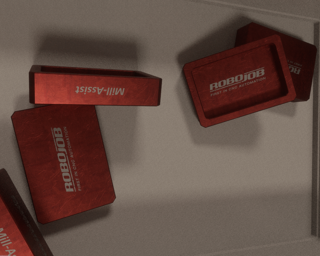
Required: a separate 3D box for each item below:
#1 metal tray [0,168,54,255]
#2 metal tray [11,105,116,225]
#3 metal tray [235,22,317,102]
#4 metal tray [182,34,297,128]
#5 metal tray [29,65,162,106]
[{"bbox_3d":[-0.150,0.110,0.320,0.030,0.090,0.129,-27,99,-18],"label":"metal tray"},{"bbox_3d":[-0.112,0.036,0.367,0.091,0.030,0.129,-14,95,-20],"label":"metal tray"},{"bbox_3d":[0.175,-0.097,0.474,0.131,0.030,0.090,12,86,-20],"label":"metal tray"},{"bbox_3d":[0.105,-0.062,0.419,0.131,0.030,0.090,-18,97,6],"label":"metal tray"},{"bbox_3d":[-0.074,-0.048,0.346,0.131,0.090,0.030,-1,105,-20],"label":"metal tray"}]
